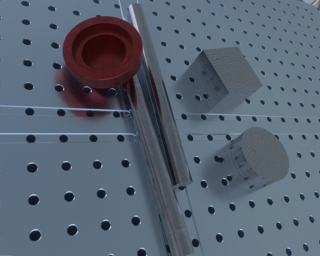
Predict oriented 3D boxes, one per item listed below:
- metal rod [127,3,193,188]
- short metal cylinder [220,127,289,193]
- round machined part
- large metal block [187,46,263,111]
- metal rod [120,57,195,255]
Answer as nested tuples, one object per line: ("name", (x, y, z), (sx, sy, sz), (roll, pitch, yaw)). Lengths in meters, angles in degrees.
("metal rod", (-0.006, -0.062, 0.443), (0.025, 0.025, 0.299), (0, 62, -29))
("short metal cylinder", (0.133, 0.045, 0.438), (0.081, 0.050, 0.080), (14, 56, -21))
("round machined part", (-0.071, -0.093, 0.401), (0.099, 0.042, 0.098), (0, 66, -1))
("large metal block", (0.104, -0.082, 0.500), (0.081, 0.050, 0.080), (-15, 70, -35))
("metal rod", (-0.017, 0.008, 0.395), (0.025, 0.025, 0.299), (-4, 64, -30))
